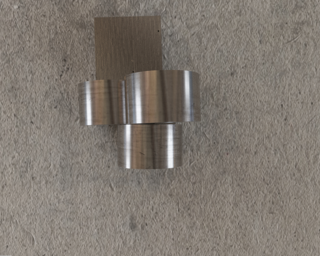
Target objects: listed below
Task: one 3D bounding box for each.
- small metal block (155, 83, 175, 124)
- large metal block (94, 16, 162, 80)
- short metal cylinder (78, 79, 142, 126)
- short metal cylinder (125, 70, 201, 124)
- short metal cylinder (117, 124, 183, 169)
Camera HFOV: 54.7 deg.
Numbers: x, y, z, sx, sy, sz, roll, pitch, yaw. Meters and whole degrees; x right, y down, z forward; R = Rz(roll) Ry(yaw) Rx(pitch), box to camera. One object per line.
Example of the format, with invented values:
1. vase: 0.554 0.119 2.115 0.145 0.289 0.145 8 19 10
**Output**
1. small metal block: 0.007 -0.030 0.401 0.025 0.050 0.050 1 90 0
2. large metal block: -0.038 -0.095 0.399 0.081 0.050 0.080 -2 90 0
3. short metal cylinder: -0.059 -0.029 0.384 0.081 0.080 0.050 -2 90 0
4. short metal cylinder: 0.003 -0.031 0.334 0.081 0.080 0.050 -2 90 0
5. short metal cylinder: -0.012 0.021 0.384 0.081 0.080 0.050 0 90 0
